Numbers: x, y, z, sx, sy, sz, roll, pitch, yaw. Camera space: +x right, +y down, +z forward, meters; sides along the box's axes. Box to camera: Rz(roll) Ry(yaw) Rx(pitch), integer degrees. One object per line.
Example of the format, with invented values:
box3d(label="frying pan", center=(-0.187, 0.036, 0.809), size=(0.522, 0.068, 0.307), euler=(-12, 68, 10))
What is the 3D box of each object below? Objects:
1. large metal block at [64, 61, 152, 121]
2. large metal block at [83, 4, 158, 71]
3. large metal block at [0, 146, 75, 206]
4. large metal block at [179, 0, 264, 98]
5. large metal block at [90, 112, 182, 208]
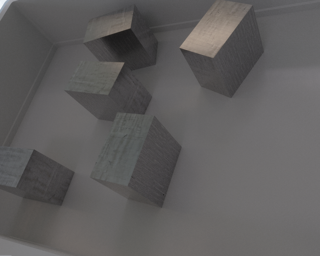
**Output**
box3d(label="large metal block", center=(-0.071, -0.049, 0.438), size=(0.080, 0.080, 0.050), euler=(9, 67, 32))
box3d(label="large metal block", center=(-0.058, -0.134, 0.483), size=(0.080, 0.080, 0.050), euler=(-9, 58, 23))
box3d(label="large metal block", center=(-0.182, 0.066, 0.426), size=(0.080, 0.080, 0.050), euler=(2, 63, 29))
box3d(label="large metal block", center=(0.081, -0.098, 0.388), size=(0.050, 0.080, 0.080), euler=(29, 78, 37))
box3d(label="large metal block", center=(-0.023, 0.038, 0.360), size=(0.050, 0.080, 0.080), euler=(6, 65, 31))
